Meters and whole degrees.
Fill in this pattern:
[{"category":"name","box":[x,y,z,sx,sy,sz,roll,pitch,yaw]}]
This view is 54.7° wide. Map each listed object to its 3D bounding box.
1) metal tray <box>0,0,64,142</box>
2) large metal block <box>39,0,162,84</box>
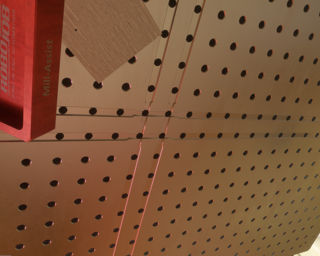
[{"category":"metal tray","box":[-0.130,-0.063,0.260,0.030,0.090,0.129,-40,147,-59]},{"category":"large metal block","box":[-0.059,-0.105,0.299,0.080,0.050,0.080,-39,130,-2]}]
